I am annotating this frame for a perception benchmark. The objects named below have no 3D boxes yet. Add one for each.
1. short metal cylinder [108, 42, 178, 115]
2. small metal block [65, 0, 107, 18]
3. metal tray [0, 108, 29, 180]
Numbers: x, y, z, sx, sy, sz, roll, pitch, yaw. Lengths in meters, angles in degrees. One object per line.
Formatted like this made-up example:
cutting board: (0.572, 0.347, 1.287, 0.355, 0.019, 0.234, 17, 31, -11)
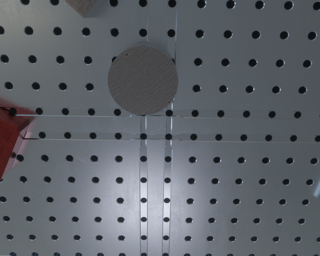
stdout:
short metal cylinder: (-0.019, -0.061, 0.377, 0.081, 0.050, 0.079, 0, 110, 0)
small metal block: (-0.073, -0.151, 0.344, 0.025, 0.050, 0.050, 42, 105, -14)
metal tray: (-0.256, 0.005, 0.410, 0.131, 0.030, 0.089, 26, 108, -10)
